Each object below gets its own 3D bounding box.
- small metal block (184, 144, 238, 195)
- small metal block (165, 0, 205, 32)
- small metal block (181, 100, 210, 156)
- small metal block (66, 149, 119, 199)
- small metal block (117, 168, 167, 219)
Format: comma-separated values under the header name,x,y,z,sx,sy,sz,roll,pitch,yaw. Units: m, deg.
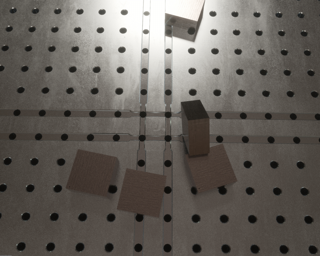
name,x,y,z,sx,sy,sz,roll,pitch,yaw
small metal block,0.063,0.053,0.393,0.050,0.025,0.050,-16,71,-6
small metal block,0.039,-0.183,0.479,0.050,0.025,0.050,17,71,5
small metal block,0.044,-0.001,0.389,0.025,0.050,0.050,-7,30,-3
small metal block,-0.083,0.058,0.389,0.050,0.025,0.050,11,70,3
small metal block,-0.021,0.081,0.382,0.050,0.025,0.050,11,70,3
